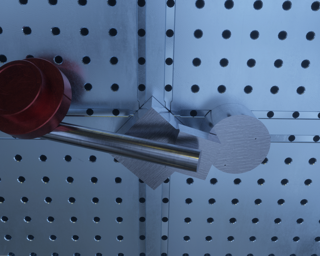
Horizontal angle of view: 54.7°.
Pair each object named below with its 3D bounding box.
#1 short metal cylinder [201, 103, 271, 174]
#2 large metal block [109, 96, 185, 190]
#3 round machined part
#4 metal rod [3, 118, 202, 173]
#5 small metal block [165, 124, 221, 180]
[{"bbox_3d":[0.096,0.013,0.406,0.081,0.050,0.079,0,110,-1],"label":"short metal cylinder"},{"bbox_3d":[-0.009,0.019,0.405,0.080,0.050,0.080,42,104,-14],"label":"large metal block"},{"bbox_3d":[-0.158,-0.039,0.359,0.098,0.042,0.098,-3,71,10],"label":"round machined part"},{"bbox_3d":[-0.102,0.008,0.369,0.301,0.025,0.025,11,111,13],"label":"metal rod"},{"bbox_3d":[0.038,0.029,0.369,0.050,0.025,0.050,17,109,-7],"label":"small metal block"}]
